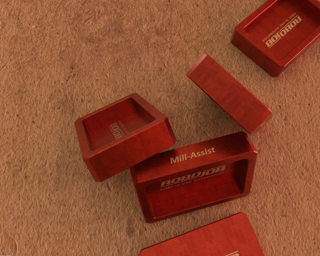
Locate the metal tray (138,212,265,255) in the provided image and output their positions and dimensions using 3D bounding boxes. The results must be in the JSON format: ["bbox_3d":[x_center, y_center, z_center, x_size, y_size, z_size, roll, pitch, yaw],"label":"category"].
[{"bbox_3d":[0.051,0.160,0.347,0.131,0.030,0.090,-18,71,-7],"label":"metal tray"}]

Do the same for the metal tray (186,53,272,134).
[{"bbox_3d":[0.088,-0.035,0.366,0.090,0.130,0.030,46,104,14],"label":"metal tray"}]

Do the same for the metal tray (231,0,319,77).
[{"bbox_3d":[0.183,-0.148,0.460,0.130,0.030,0.090,-41,75,-14],"label":"metal tray"}]

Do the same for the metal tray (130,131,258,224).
[{"bbox_3d":[0.038,0.058,0.350,0.131,0.090,0.030,-14,47,-5],"label":"metal tray"}]

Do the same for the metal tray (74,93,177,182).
[{"bbox_3d":[-0.047,0.003,0.357,0.090,0.130,0.030,-27,114,-9],"label":"metal tray"}]
